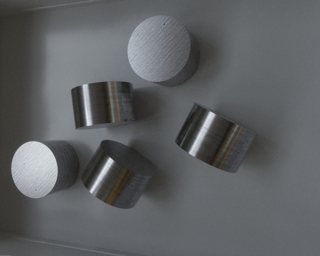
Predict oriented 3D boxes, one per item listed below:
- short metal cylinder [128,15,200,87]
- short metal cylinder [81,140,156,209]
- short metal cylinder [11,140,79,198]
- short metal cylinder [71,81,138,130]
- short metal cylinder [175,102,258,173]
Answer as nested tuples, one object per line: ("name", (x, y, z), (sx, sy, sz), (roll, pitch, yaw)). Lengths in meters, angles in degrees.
("short metal cylinder", (0.006, -0.095, 0.395), (0.080, 0.050, 0.080), (0, 90, 20))
("short metal cylinder", (-0.053, 0.058, 0.400), (0.080, 0.080, 0.050), (35, 101, 16))
("short metal cylinder", (-0.168, 0.058, 0.457), (0.080, 0.050, 0.080), (0, 90, 20))
("short metal cylinder", (-0.073, -0.028, 0.407), (0.080, 0.080, 0.050), (-8, 87, 20))
("short metal cylinder", (0.064, 0.010, 0.358), (0.080, 0.080, 0.050), (29, 100, 17))
